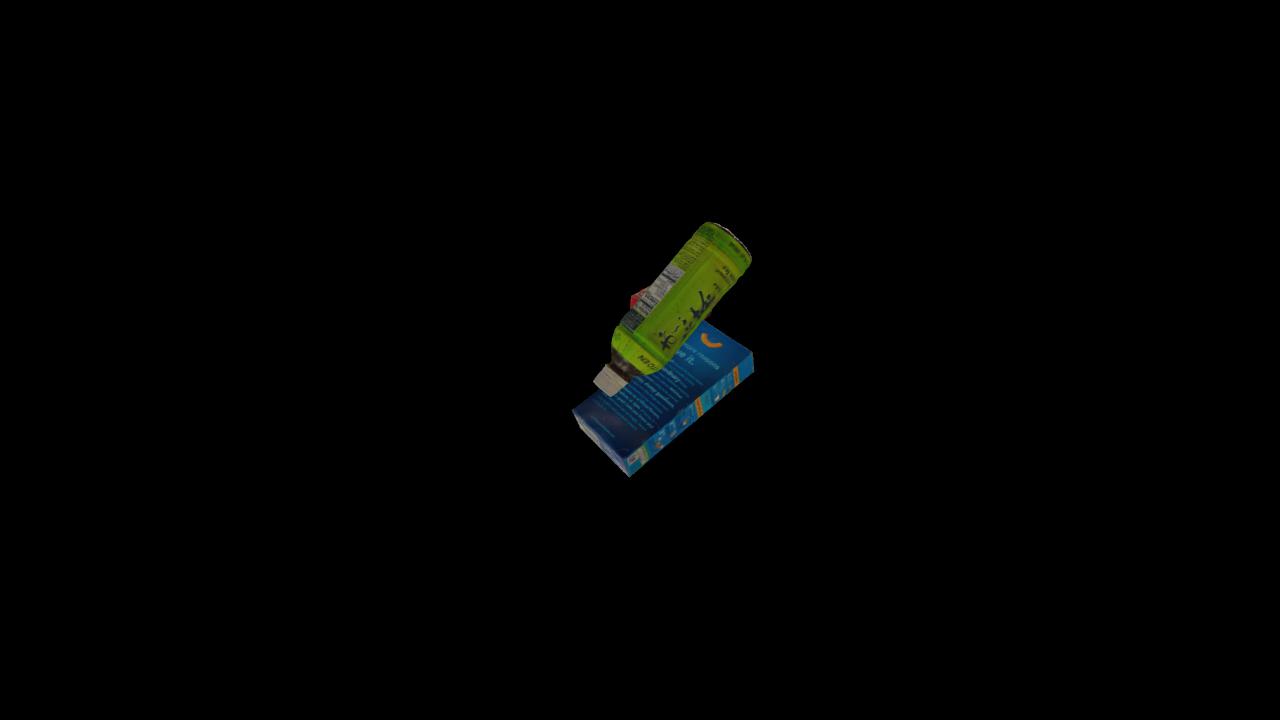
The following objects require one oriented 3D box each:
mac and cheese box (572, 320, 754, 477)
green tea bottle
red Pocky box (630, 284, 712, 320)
[{"bbox_3d":[0.027,0.033,0.663,0.184,0.041,0.093,-37,49,-19],"label":"mac and cheese box"},{"bbox_3d":[0.028,-0.048,0.659,0.073,0.212,0.073,42,0,0],"label":"green tea bottle"},{"bbox_3d":[0.042,-0.064,0.747,0.028,0.083,0.155,26,39,28],"label":"red Pocky box"}]
